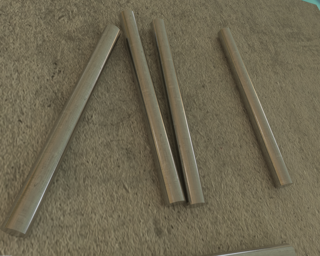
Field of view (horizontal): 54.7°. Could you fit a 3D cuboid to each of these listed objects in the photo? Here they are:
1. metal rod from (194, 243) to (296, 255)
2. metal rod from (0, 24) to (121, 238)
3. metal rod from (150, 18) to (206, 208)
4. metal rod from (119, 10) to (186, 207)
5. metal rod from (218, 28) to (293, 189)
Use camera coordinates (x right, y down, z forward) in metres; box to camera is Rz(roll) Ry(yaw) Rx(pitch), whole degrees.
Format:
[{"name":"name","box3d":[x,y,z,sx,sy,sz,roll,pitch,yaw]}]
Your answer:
[{"name":"metal rod","box3d":[0.029,0.151,0.328,0.303,0.025,0.025,4,60,-27]},{"name":"metal rod","box3d":[-0.100,-0.024,0.365,0.025,0.025,0.300,25,53,-14]},{"name":"metal rod","box3d":[0.020,-0.038,0.439,0.025,0.025,0.299,4,60,-27]},{"name":"metal rod","box3d":[-0.017,-0.043,0.422,0.025,0.025,0.299,0,62,-29]},{"name":"metal rod","box3d":[0.151,-0.047,0.516,0.025,0.025,0.299,1,61,-28]}]
